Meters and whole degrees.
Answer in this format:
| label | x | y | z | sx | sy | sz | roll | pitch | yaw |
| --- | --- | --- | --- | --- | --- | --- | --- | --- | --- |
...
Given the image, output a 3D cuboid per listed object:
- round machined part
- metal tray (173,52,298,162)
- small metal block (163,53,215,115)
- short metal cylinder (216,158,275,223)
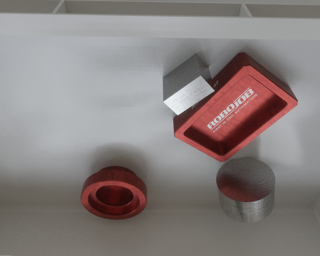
| label | x | y | z | sx | sy | sz | roll | pitch | yaw |
| --- | --- | --- | --- | --- | --- | --- | --- | --- | --- |
| round machined part | -0.069 | 0.096 | 0.479 | 0.099 | 0.042 | 0.097 | -1 | 130 | 0 |
| metal tray | 0.090 | -0.020 | 0.390 | 0.090 | 0.030 | 0.129 | 29 | 124 | -23 |
| small metal block | 0.031 | -0.050 | 0.351 | 0.050 | 0.050 | 0.025 | -33 | 123 | 25 |
| short metal cylinder | 0.125 | 0.089 | 0.451 | 0.080 | 0.080 | 0.050 | -9 | 130 | 7 |
